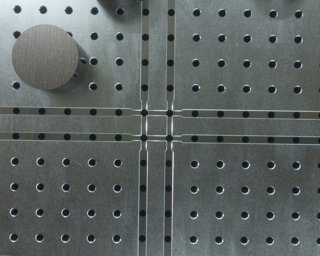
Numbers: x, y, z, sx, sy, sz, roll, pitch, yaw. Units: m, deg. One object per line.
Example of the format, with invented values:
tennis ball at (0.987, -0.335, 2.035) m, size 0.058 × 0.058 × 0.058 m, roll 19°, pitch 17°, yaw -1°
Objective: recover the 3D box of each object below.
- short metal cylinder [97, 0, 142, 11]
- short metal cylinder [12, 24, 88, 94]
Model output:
short metal cylinder at (-0.056, -0.200, 0.400) m, size 0.081 × 0.050 × 0.079 m, roll 0°, pitch 90°, yaw 0°
short metal cylinder at (-0.139, -0.086, 0.400) m, size 0.081 × 0.050 × 0.079 m, roll 0°, pitch 90°, yaw 0°
